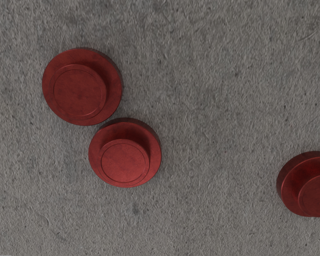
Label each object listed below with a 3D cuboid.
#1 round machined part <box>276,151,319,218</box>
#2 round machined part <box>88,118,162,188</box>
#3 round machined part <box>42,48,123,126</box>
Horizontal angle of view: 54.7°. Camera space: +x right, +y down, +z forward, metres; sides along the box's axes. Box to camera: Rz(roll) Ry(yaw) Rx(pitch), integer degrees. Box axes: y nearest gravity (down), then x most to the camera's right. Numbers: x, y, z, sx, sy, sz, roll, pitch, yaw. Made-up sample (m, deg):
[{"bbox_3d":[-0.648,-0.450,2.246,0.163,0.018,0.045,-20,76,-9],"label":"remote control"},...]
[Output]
[{"bbox_3d":[0.220,0.085,0.434,0.099,0.042,0.097,0,110,0],"label":"round machined part"},{"bbox_3d":[-0.047,0.038,0.414,0.099,0.042,0.097,0,110,0],"label":"round machined part"},{"bbox_3d":[-0.096,-0.048,0.382,0.099,0.042,0.097,0,110,0],"label":"round machined part"}]
